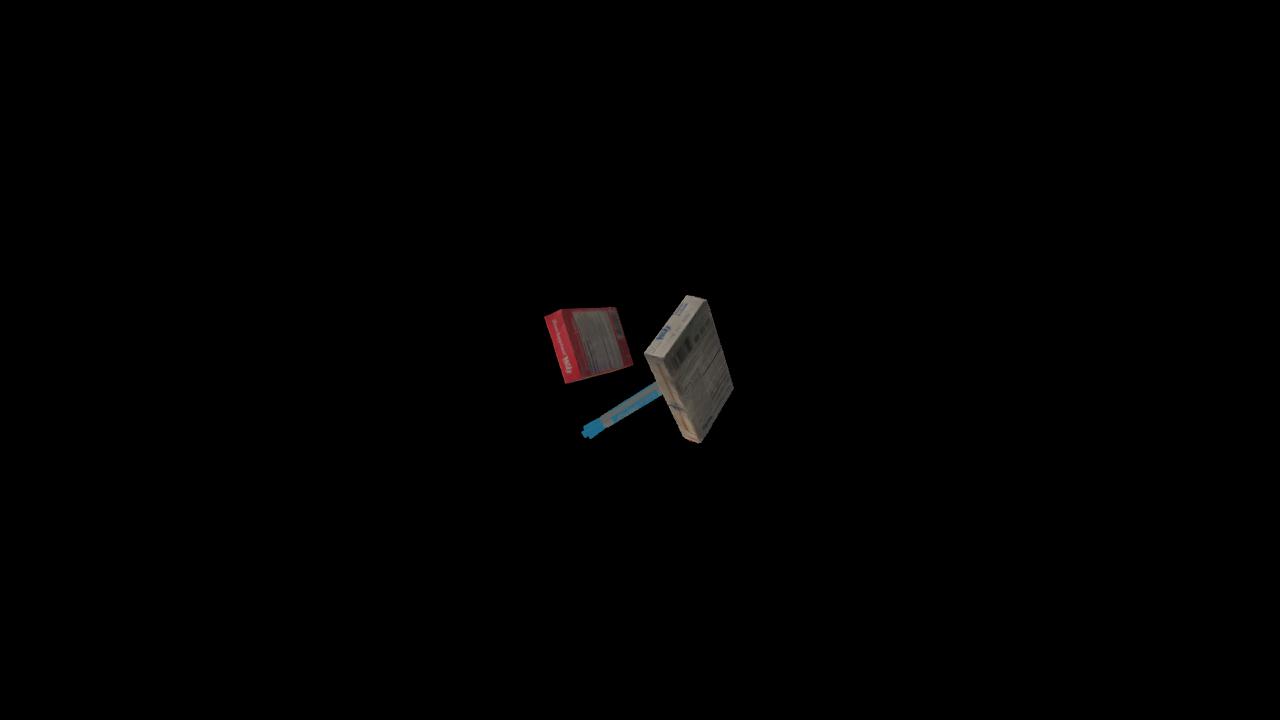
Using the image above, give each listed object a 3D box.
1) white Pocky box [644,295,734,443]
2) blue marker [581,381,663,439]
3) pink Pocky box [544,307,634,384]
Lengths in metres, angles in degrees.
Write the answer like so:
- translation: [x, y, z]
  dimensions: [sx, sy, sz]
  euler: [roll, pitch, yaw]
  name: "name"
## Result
- translation: [0.057, 0.013, 0.648]
  dimensions: [0.028, 0.084, 0.154]
  euler: [18, -29, 33]
  name: "white Pocky box"
- translation: [-0.019, 0.061, 0.758]
  dimensions: [0.121, 0.020, 0.020]
  euler: [-32, -1, 1]
  name: "blue marker"
- translation: [-0.060, -0.022, 0.769]
  dimensions: [0.029, 0.084, 0.155]
  euler: [-18, -1, 22]
  name: "pink Pocky box"
